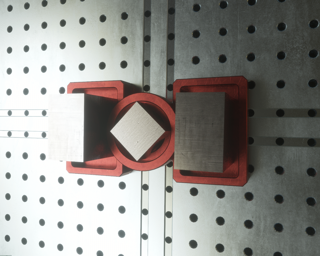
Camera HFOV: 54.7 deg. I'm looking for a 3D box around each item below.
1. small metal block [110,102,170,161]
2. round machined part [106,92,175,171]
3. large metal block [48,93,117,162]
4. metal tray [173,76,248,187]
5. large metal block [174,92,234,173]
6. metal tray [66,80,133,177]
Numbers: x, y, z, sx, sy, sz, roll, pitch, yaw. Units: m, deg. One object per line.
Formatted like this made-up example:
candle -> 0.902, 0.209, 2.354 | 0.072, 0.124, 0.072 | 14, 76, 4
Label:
small metal block -> -0.023, 0.004, 0.377 | 0.050, 0.025, 0.050 | 46, 104, 14
round machined part -> -0.016, 0.005, 0.400 | 0.098, 0.042, 0.097 | 0, 90, 20
large metal block -> -0.098, -0.001, 0.404 | 0.050, 0.080, 0.080 | 1, 90, 20
metal tray -> 0.063, 0.004, 0.387 | 0.090, 0.030, 0.129 | 0, 90, 20
large metal block -> 0.053, 0.003, 0.350 | 0.050, 0.080, 0.080 | 2, 91, 20
metal tray -> -0.086, 0.000, 0.439 | 0.090, 0.030, 0.129 | 1, 90, 20
